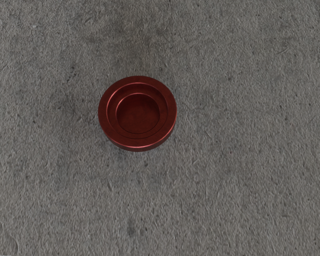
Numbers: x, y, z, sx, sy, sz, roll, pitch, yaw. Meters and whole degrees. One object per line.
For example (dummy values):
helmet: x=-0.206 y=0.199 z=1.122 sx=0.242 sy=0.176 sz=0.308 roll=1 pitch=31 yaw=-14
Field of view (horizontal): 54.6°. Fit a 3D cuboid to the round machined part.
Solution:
round machined part: x=-0.028 y=-0.016 z=0.405 sx=0.099 sy=0.042 sz=0.098 roll=0 pitch=70 yaw=0
